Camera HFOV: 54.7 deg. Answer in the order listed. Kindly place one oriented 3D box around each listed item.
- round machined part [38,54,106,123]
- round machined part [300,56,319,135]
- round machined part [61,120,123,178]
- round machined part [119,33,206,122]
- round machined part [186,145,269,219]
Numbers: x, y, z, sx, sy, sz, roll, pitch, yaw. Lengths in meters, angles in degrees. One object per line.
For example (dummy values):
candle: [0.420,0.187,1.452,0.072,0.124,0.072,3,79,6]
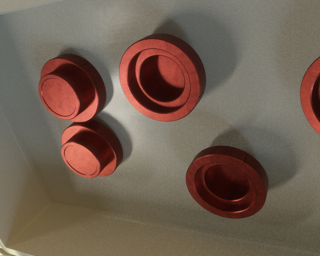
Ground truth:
round machined part: [-0.128,-0.050,0.432,0.098,0.042,0.097,13,124,20]
round machined part: [0.179,-0.029,0.269,0.098,0.042,0.097,37,142,37]
round machined part: [-0.110,0.037,0.472,0.098,0.042,0.097,14,128,18]
round machined part: [0.006,-0.060,0.356,0.098,0.042,0.097,13,124,20]
round machined part: [0.086,0.063,0.391,0.098,0.042,0.097,13,124,20]
